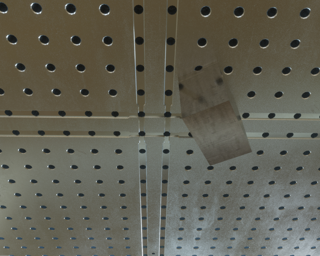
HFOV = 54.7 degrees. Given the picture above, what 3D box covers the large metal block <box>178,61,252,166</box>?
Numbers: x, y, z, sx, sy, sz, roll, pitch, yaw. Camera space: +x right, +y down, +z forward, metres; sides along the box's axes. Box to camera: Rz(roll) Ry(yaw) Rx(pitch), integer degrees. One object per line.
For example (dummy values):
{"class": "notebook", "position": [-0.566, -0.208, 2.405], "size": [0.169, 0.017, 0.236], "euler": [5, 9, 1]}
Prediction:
{"class": "large metal block", "position": [0.063, -0.017, 0.362], "size": [0.050, 0.080, 0.080], "euler": [-21, 127, 17]}
